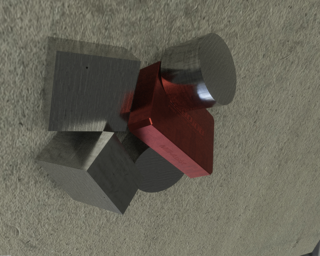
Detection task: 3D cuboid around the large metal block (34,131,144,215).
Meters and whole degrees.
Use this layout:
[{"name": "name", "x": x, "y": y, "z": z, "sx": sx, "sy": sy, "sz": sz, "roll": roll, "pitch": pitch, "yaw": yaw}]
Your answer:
[{"name": "large metal block", "x": -0.077, "y": 0.047, "z": 0.351, "sx": 0.050, "sy": 0.080, "sz": 0.080, "roll": -59, "pitch": 139, "yaw": -33}]

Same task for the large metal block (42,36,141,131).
[{"name": "large metal block", "x": -0.074, "y": -0.043, "z": 0.322, "sx": 0.081, "sy": 0.050, "sz": 0.079, "roll": 1, "pitch": 118, "yaw": -29}]

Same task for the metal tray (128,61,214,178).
[{"name": "metal tray", "x": 0.021, "y": -0.006, "z": 0.376, "sx": 0.030, "sy": 0.090, "sz": 0.130, "roll": -17, "pitch": 139, "yaw": 33}]

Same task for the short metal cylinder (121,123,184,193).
[{"name": "short metal cylinder", "x": -0.008, "y": 0.039, "z": 0.413, "sx": 0.081, "sy": 0.050, "sz": 0.079, "roll": -14, "pitch": 124, "yaw": -21}]

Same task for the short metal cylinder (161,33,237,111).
[{"name": "short metal cylinder", "x": 0.046, "y": -0.062, "z": 0.354, "sx": 0.080, "sy": 0.050, "sz": 0.080, "roll": 12, "pitch": 74, "yaw": -49}]
